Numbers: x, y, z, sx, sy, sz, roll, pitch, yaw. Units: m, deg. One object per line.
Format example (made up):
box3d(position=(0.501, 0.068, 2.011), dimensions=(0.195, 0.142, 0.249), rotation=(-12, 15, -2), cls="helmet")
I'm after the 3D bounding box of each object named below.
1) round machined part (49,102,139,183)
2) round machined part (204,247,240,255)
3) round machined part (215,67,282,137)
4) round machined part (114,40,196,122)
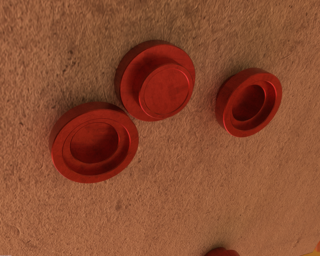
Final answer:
box3d(position=(-0.078, 0.013, 0.361), dimensions=(0.099, 0.042, 0.097), rotation=(-14, 124, -21), cls="round machined part")
box3d(position=(0.121, 0.286, 0.639), dimensions=(0.099, 0.042, 0.097), rotation=(-14, 124, -21), cls="round machined part")
box3d(position=(0.119, -0.039, 0.436), dimensions=(0.099, 0.042, 0.097), rotation=(-14, 124, -21), cls="round machined part")
box3d(position=(0.000, -0.050, 0.365), dimensions=(0.099, 0.042, 0.097), rotation=(-14, 124, -21), cls="round machined part")
